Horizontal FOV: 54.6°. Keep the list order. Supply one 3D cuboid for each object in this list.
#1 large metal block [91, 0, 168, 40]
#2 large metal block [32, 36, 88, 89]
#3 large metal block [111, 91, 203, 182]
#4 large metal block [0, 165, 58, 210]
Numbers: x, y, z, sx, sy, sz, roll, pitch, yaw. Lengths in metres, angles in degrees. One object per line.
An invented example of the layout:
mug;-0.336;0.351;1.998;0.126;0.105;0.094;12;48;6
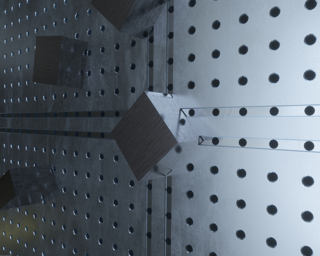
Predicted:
large metal block;-0.040;-0.182;0.427;0.080;0.050;0.080;49;119;29
large metal block;-0.175;-0.114;0.539;0.080;0.050;0.080;13;98;39
large metal block;-0.007;0.011;0.400;0.080;0.050;0.080;-47;62;30
large metal block;-0.255;0.112;0.586;0.080;0.081;0.050;-35;68;34
